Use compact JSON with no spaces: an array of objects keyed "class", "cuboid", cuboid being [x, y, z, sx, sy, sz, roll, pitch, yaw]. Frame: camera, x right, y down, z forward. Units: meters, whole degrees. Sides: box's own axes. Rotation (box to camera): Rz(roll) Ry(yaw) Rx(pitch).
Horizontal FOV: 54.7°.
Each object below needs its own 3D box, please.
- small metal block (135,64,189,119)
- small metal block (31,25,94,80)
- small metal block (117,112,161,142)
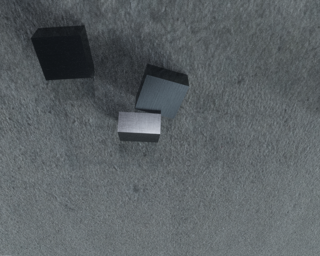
[{"class":"small metal block","cuboid":[0.001,-0.043,0.371,0.050,0.025,0.050,14,129,-12]},{"class":"small metal block","cuboid":[-0.103,-0.081,0.337,0.050,0.025,0.050,-3,130,2]},{"class":"small metal block","cuboid":[-0.026,0.000,0.391,0.050,0.025,0.050,3,165,-3]}]
